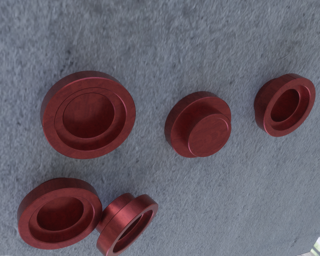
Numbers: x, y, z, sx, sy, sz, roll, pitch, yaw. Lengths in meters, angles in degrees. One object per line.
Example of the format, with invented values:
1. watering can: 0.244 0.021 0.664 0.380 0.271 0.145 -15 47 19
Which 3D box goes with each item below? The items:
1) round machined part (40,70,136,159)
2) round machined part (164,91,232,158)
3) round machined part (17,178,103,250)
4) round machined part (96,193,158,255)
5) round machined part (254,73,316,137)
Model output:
1. round machined part: -0.080 -0.017 0.342 0.099 0.042 0.097 -14 125 -21
2. round machined part: 0.059 0.002 0.431 0.099 0.042 0.097 -14 125 -21
3. round machined part: -0.126 0.102 0.391 0.099 0.042 0.097 -14 124 -21
4. round machined part: -0.051 0.130 0.433 0.098 0.042 0.098 -42 156 -23
5. round machined part: 0.185 -0.038 0.476 0.099 0.042 0.097 -14 125 -21
